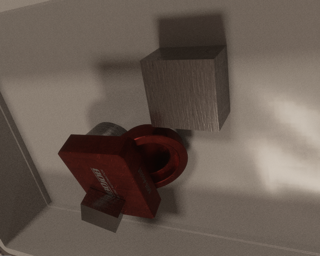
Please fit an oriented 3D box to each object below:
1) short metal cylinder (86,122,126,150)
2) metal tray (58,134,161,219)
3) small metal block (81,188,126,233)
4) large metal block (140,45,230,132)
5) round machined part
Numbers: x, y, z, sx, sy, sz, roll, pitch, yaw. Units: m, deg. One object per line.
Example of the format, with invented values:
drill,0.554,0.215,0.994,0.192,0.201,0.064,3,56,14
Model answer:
short metal cylinder,-0.080,0.038,0.455,0.080,0.050,0.079,15,127,21
metal tray,-0.060,0.065,0.398,0.090,0.030,0.129,1,135,24
small metal block,-0.076,0.110,0.412,0.050,0.025,0.050,20,140,4
large metal block,0.031,-0.045,0.347,0.080,0.050,0.079,5,121,25
round machined part,-0.016,0.034,0.406,0.099,0.042,0.097,-7,129,-8
